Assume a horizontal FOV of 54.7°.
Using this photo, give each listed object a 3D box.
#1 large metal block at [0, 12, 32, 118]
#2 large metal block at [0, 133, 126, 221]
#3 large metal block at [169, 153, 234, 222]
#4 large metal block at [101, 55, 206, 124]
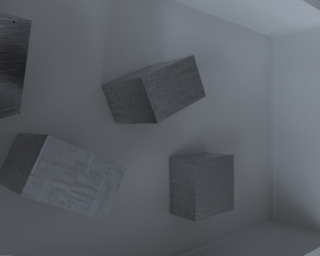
[{"bbox_3d":[-0.147,-0.048,0.227,0.080,0.050,0.079,-43,150,-71],"label":"large metal block"},{"bbox_3d":[-0.094,0.044,0.292,0.080,0.080,0.050,31,71,-36],"label":"large metal block"},{"bbox_3d":[0.060,0.079,0.440,0.081,0.050,0.079,-2,91,-40],"label":"large metal block"},{"bbox_3d":[-0.008,-0.044,0.364,0.081,0.080,0.050,-31,109,-36],"label":"large metal block"}]
